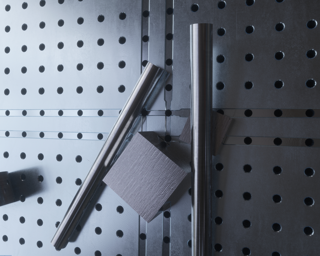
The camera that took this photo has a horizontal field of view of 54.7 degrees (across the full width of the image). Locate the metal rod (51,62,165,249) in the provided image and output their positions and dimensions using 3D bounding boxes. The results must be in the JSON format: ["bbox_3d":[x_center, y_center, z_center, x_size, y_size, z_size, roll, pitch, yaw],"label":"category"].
[{"bbox_3d":[-0.078,0.045,0.438,0.025,0.025,0.299,33,100,16],"label":"metal rod"}]

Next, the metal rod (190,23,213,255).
[{"bbox_3d":[0.050,0.033,0.368,0.025,0.025,0.298,2,100,19],"label":"metal rod"}]

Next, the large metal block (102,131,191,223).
[{"bbox_3d":[-0.013,0.060,0.403,0.080,0.050,0.080,39,102,15],"label":"large metal block"}]

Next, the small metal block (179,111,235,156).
[{"bbox_3d":[0.059,0.001,0.391,0.050,0.025,0.050,25,98,17],"label":"small metal block"}]

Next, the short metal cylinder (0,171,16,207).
[{"bbox_3d":[-0.271,0.103,0.477,0.080,0.080,0.050,-19,84,18],"label":"short metal cylinder"}]
